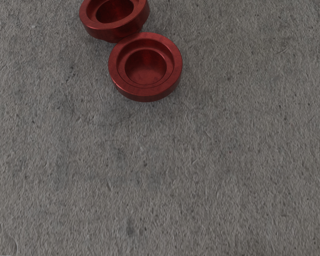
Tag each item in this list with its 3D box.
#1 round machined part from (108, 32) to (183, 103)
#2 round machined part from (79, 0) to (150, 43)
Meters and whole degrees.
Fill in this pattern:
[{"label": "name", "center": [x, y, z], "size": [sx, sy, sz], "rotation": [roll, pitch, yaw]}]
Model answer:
[{"label": "round machined part", "center": [-0.019, -0.079, 0.428], "size": [0.099, 0.042, 0.098], "rotation": [0, 70, 0]}, {"label": "round machined part", "center": [-0.062, -0.162, 0.449], "size": [0.098, 0.042, 0.098], "rotation": [-5, 59, 9]}]
